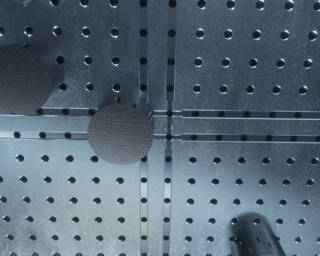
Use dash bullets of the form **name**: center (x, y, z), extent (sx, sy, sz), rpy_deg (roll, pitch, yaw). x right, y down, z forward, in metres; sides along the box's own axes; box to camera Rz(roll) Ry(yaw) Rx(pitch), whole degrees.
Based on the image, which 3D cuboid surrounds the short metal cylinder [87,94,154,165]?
- **short metal cylinder**: center (-0.048, 0.001, 0.400), extent (0.081, 0.050, 0.079), rpy_deg (0, 110, 0)

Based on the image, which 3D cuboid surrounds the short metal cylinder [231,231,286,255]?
- **short metal cylinder**: center (0.155, 0.209, 0.478), extent (0.081, 0.050, 0.079), rpy_deg (0, 110, 0)

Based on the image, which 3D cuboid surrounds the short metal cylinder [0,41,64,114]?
- **short metal cylinder**: center (-0.164, -0.062, 0.375), extent (0.081, 0.050, 0.079), rpy_deg (0, 110, 0)

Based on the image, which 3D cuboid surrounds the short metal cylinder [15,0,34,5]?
- **short metal cylinder**: center (-0.151, -0.176, 0.318), extent (0.050, 0.080, 0.080), rpy_deg (-39, 106, 13)
